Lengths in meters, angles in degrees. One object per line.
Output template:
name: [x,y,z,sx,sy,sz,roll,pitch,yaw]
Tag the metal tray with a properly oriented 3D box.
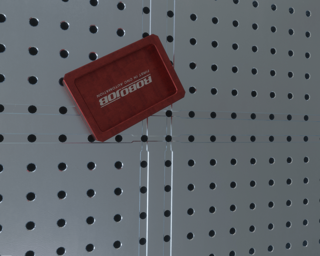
metal tray: [-0.043,-0.051,0.393,0.131,0.030,0.090,-30,100,-18]
